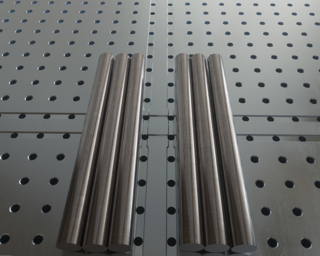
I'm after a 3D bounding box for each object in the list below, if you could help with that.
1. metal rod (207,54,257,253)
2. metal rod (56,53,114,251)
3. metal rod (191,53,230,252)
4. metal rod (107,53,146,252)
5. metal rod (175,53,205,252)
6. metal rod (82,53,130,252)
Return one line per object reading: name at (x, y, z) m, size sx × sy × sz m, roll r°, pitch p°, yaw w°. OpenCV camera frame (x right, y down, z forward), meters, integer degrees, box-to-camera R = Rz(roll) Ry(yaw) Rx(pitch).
metal rod at (0.086, 0.005, 0.403) m, size 0.025 × 0.025 × 0.300 m, roll 1°, pitch 50°, yaw 1°
metal rod at (-0.088, 0.004, 0.404) m, size 0.025 × 0.025 × 0.300 m, roll 1°, pitch 50°, yaw 1°
metal rod at (0.059, 0.004, 0.404) m, size 0.025 × 0.025 × 0.300 m, roll 1°, pitch 50°, yaw 1°
metal rod at (-0.037, 0.004, 0.403) m, size 0.025 × 0.025 × 0.300 m, roll 1°, pitch 50°, yaw 1°
metal rod at (0.034, 0.004, 0.404) m, size 0.025 × 0.025 × 0.300 m, roll 1°, pitch 50°, yaw 1°
metal rod at (-0.062, 0.004, 0.403) m, size 0.025 × 0.025 × 0.300 m, roll 1°, pitch 50°, yaw 1°
